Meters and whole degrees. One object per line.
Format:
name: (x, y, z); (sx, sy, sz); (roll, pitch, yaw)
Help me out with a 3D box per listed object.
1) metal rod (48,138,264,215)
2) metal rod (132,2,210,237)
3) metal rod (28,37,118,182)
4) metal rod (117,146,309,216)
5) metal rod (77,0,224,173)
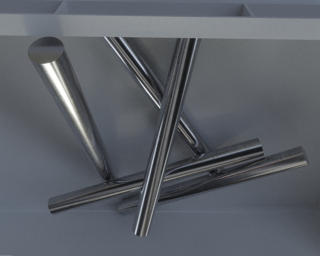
metal rod: (-0.011, 0.068, 0.425); (0.301, 0.025, 0.025); (-17, 128, 8)
metal rod: (0.005, 0.010, 0.369); (0.025, 0.025, 0.298); (10, 115, -8)
metal rod: (-0.078, 0.014, 0.349); (0.025, 0.025, 0.299); (-1, 152, 0)
metal rod: (0.057, 0.085, 0.452); (0.300, 0.025, 0.025); (-23, 127, 29)
metal rod: (0.008, -0.028, 0.384); (0.025, 0.025, 0.300); (-26, 126, 20)
